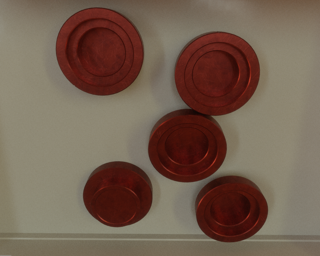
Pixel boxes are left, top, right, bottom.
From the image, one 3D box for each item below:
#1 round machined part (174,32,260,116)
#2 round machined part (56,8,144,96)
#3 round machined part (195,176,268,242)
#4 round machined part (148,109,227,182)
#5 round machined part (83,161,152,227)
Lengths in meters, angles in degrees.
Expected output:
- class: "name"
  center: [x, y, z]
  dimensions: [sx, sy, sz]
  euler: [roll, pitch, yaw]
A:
- class: "round machined part"
  center: [0.067, -0.068, 0.378]
  dimensions: [0.099, 0.042, 0.097]
  euler: [0, 110, 0]
- class: "round machined part"
  center: [-0.068, -0.091, 0.368]
  dimensions: [0.099, 0.042, 0.097]
  euler: [0, 110, 0]
- class: "round machined part"
  center: [0.099, 0.111, 0.444]
  dimensions: [0.099, 0.042, 0.097]
  euler: [0, 110, 0]
- class: "round machined part"
  center: [0.035, 0.019, 0.406]
  dimensions: [0.099, 0.042, 0.097]
  euler: [0, 116, 1]
- class: "round machined part"
  center: [-0.060, 0.100, 0.438]
  dimensions: [0.099, 0.042, 0.097]
  euler: [0, 110, 0]
